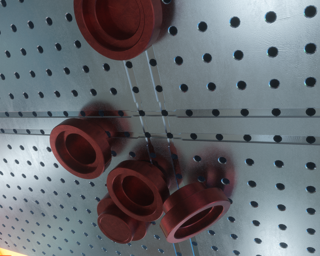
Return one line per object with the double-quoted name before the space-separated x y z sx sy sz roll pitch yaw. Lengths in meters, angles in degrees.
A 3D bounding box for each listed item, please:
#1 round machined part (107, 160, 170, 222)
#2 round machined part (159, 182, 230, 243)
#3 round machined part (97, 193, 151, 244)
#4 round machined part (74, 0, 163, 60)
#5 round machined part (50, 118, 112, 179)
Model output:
"round machined part" -0.028 0.089 0.465 0.098 0.042 0.097 15 124 24
"round machined part" 0.043 0.111 0.421 0.042 0.099 0.097 57 138 34
"round machined part" -0.067 0.159 0.532 0.098 0.042 0.097 13 124 20
"round machined part" -0.042 -0.128 0.342 0.098 0.042 0.097 13 124 20
"round machined part" -0.116 0.027 0.476 0.098 0.042 0.097 13 124 20
